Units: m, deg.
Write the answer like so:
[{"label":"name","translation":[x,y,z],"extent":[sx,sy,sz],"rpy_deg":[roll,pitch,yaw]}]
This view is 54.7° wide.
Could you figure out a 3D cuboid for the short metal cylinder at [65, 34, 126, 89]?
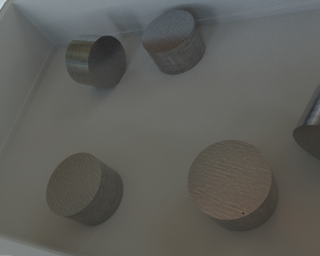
[{"label":"short metal cylinder","translation":[-0.099,-0.105,0.487],"extent":[0.050,0.080,0.080],"rpy_deg":[14,69,34]}]

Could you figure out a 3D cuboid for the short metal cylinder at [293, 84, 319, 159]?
[{"label":"short metal cylinder","translation":[0.171,-0.001,0.281],"extent":[0.080,0.080,0.050],"rpy_deg":[23,74,36]}]

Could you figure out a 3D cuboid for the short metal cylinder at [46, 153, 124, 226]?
[{"label":"short metal cylinder","translation":[-0.094,0.078,0.392],"extent":[0.080,0.050,0.080],"rpy_deg":[-13,56,21]}]

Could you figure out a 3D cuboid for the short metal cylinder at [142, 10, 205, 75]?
[{"label":"short metal cylinder","translation":[0.021,-0.126,0.456],"extent":[0.080,0.050,0.080],"rpy_deg":[-13,56,21]}]

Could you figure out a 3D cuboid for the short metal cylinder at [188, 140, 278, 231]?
[{"label":"short metal cylinder","translation":[0.075,0.059,0.314],"extent":[0.080,0.050,0.080],"rpy_deg":[-13,56,21]}]
